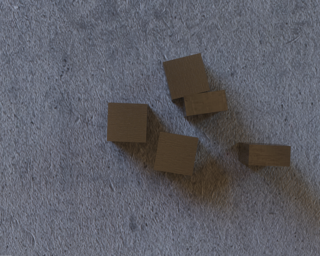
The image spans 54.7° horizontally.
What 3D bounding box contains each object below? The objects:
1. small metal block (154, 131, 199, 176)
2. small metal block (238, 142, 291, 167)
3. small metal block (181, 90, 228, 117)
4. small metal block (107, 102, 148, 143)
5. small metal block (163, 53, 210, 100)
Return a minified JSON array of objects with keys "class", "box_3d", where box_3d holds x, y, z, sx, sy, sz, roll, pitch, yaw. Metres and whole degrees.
[{"class":"small metal block","box_3d":[0.021,0.033,0.410,0.050,0.025,0.050,9,90,0]},{"class":"small metal block","box_3d":[0.132,0.033,0.398,0.050,0.050,0.025,2,90,0]},{"class":"small metal block","box_3d":[0.055,-0.030,0.398,0.050,0.050,0.025,-8,90,0]},{"class":"small metal block","box_3d":[-0.042,-0.007,0.409,0.050,0.025,0.050,2,90,0]},{"class":"small metal block","box_3d":[0.034,-0.067,0.410,0.050,0.025,0.050,-14,90,0]}]
